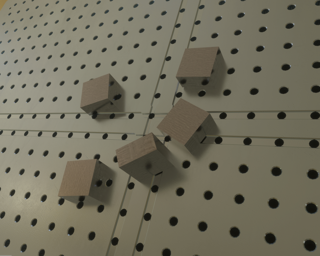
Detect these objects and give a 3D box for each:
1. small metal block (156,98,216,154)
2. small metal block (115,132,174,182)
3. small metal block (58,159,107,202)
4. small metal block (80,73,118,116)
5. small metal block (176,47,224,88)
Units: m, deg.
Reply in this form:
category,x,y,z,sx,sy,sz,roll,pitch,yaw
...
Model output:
category,x,y,z,sx,sy,sz,roll,pitch,yaw
small metal block,0.033,-0.003,0.394,0.050,0.025,0.050,33,80,38
small metal block,-0.018,0.037,0.380,0.050,0.050,0.025,-27,53,12
small metal block,-0.104,0.071,0.421,0.050,0.025,0.050,-7,59,24
small metal block,-0.096,-0.053,0.493,0.050,0.025,0.050,-16,55,19
small metal block,0.056,-0.084,0.432,0.050,0.025,0.050,5,64,30
